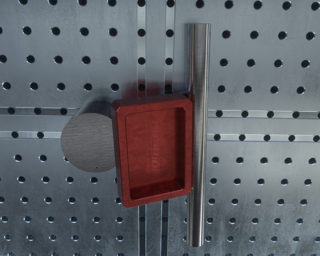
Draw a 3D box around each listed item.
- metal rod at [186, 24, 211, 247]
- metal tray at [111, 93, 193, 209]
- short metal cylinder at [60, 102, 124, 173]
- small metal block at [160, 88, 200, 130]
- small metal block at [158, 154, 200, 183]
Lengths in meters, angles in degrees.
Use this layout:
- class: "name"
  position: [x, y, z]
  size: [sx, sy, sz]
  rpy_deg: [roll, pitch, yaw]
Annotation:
- class: "metal rod"
  position: [0.047, 0.024, 0.396]
  size: [0.025, 0.025, 0.298]
  rpy_deg: [-1, 110, 0]
- class: "metal tray"
  position: [-0.008, 0.027, 0.378]
  size: [0.091, 0.030, 0.129]
  rpy_deg: [-9, 112, -18]
- class: "short metal cylinder"
  position: [-0.081, 0.011, 0.402]
  size: [0.081, 0.050, 0.079]
  rpy_deg: [0, 110, -1]
- class: "small metal block"
  position: [0.031, -0.024, 0.405]
  size: [0.050, 0.025, 0.050]
  rpy_deg: [-14, 110, 4]
- class: "small metal block"
  position: [0.021, 0.059, 0.434]
  size: [0.050, 0.025, 0.050]
  rpy_deg: [37, 106, -13]
